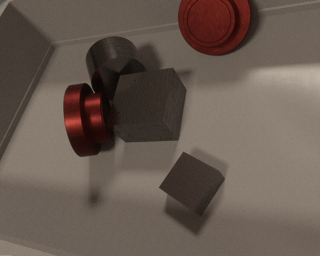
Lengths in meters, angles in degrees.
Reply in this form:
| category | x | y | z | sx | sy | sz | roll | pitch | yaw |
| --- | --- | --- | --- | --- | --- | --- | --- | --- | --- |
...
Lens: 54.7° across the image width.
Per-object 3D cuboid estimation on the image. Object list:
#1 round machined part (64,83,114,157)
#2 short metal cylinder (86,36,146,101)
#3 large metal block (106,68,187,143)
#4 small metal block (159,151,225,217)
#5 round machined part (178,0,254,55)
| category | x | y | z | sx | sy | sz | roll | pitch | yaw |
| --- | --- | --- | --- | --- | --- | --- | --- | --- | --- |
| round machined part | -0.090 | -0.012 | 0.416 | 0.042 | 0.098 | 0.098 | -8 | 57 | 2 |
| short metal cylinder | -0.065 | -0.086 | 0.455 | 0.080 | 0.080 | 0.050 | -29 | 52 | 9 |
| large metal block | -0.016 | -0.028 | 0.414 | 0.080 | 0.050 | 0.080 | -3 | 60 | 26 |
| small metal block | 0.036 | 0.062 | 0.348 | 0.050 | 0.025 | 0.050 | 27 | 76 | 37 |
| round machined part | 0.070 | -0.144 | 0.408 | 0.098 | 0.097 | 0.042 | -2 | 24 | 27 |
